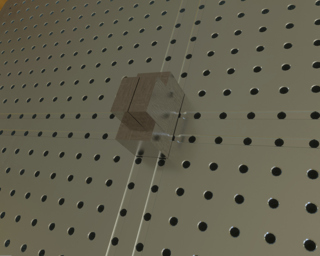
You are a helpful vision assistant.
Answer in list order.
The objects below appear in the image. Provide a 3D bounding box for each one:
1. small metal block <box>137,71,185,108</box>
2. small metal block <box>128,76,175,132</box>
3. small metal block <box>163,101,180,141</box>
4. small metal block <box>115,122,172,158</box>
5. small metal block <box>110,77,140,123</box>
[{"bbox_3d":[-0.001,-0.051,0.424,0.050,0.050,0.025,2,63,29],"label":"small metal block"},{"bbox_3d":[-0.009,-0.029,0.383,0.025,0.050,0.050,1,62,30],"label":"small metal block"},{"bbox_3d":[-0.005,-0.012,0.419,0.050,0.025,0.050,1,62,30],"label":"small metal block"},{"bbox_3d":[-0.020,0.015,0.394,0.050,0.050,0.025,2,62,29],"label":"small metal block"},{"bbox_3d":[-0.032,-0.030,0.396,0.025,0.050,0.050,2,63,29],"label":"small metal block"}]
